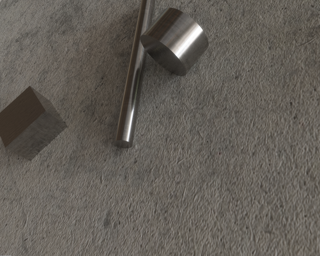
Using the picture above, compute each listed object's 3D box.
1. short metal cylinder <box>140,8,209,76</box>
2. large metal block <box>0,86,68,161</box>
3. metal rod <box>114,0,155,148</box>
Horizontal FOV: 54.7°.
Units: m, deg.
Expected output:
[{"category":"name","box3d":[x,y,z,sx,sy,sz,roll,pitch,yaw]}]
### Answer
[{"category":"short metal cylinder","box3d":[0.020,-0.117,0.429,0.080,0.080,0.050,33,80,38]},{"category":"large metal block","box3d":[-0.210,-0.008,0.501,0.080,0.050,0.080,-43,51,-2]},{"category":"metal rod","box3d":[-0.034,-0.109,0.486,0.025,0.025,0.299,-8,58,24]}]
